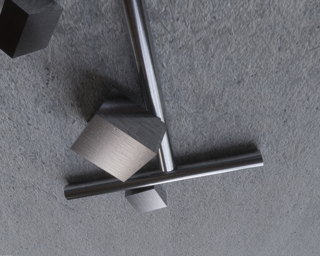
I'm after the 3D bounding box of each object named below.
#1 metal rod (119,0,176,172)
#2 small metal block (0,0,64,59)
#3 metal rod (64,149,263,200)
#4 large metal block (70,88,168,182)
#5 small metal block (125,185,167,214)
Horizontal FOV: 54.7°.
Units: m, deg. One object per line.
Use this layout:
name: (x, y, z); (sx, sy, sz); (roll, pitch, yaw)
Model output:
metal rod: (-0.013, -0.057, 0.358); (0.025, 0.025, 0.298); (-7, 130, 5)
small metal block: (-0.127, -0.100, 0.300); (0.025, 0.050, 0.050); (40, 123, -1)
metal rod: (0.000, 0.073, 0.469); (0.301, 0.025, 0.025); (-11, 129, 9)
large metal block: (-0.051, 0.011, 0.381); (0.080, 0.050, 0.080); (35, 133, -13)
small metal block: (-0.022, 0.109, 0.500); (0.050, 0.025, 0.050); (-18, 128, 14)
